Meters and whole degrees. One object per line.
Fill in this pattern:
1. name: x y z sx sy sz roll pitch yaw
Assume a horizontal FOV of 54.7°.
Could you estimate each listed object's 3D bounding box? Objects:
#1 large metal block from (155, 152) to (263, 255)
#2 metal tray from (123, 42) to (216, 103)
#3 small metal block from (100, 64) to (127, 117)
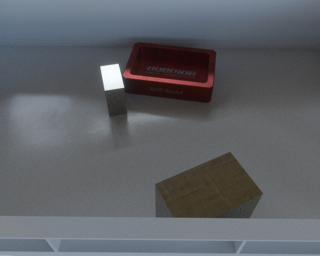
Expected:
1. large metal block: 0.043 0.079 0.304 0.081 0.080 0.050 -21 53 -17
2. metal tray: 0.017 -0.088 0.475 0.131 0.030 0.090 8 50 6
3. small metal block: -0.064 -0.053 0.432 0.025 0.050 0.050 -10 51 -9
